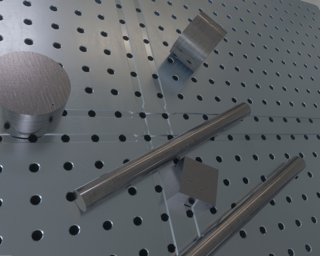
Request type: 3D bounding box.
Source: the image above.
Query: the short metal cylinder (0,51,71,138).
[{"bbox_3d":[-0.143,-0.036,0.337,0.081,0.050,0.080,14,56,-21],"label":"short metal cylinder"}]

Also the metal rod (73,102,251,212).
[{"bbox_3d":[0.026,0.023,0.408,0.302,0.025,0.025,-26,76,-37],"label":"metal rod"}]

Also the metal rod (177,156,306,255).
[{"bbox_3d":[0.110,0.108,0.401,0.302,0.025,0.025,-25,76,-37],"label":"metal rod"}]

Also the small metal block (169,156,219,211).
[{"bbox_3d":[0.044,0.070,0.389,0.050,0.025,0.050,23,53,-14],"label":"small metal block"}]

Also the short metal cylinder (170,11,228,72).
[{"bbox_3d":[0.060,-0.134,0.488,0.050,0.080,0.080,40,51,-1],"label":"short metal cylinder"}]
